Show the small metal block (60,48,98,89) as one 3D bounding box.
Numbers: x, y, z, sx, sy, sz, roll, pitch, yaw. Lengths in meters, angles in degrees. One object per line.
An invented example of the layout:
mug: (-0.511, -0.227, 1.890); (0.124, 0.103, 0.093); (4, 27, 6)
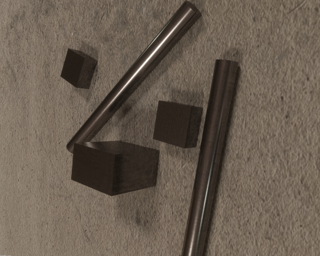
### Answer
small metal block: (-0.135, -0.098, 0.513); (0.050, 0.025, 0.050); (34, 111, 34)

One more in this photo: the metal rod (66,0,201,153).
metal rod: (-0.053, -0.055, 0.446); (0.299, 0.025, 0.025); (-44, 64, 31)

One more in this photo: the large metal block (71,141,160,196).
large metal block: (-0.059, 0.049, 0.416); (0.080, 0.081, 0.050); (10, 97, 39)

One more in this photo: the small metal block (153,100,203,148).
small metal block: (0.022, -0.005, 0.385); (0.050, 0.025, 0.050); (15, 99, 38)

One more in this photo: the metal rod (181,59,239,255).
metal rod: (0.051, 0.072, 0.361); (0.025, 0.025, 0.298); (15, 99, 38)
